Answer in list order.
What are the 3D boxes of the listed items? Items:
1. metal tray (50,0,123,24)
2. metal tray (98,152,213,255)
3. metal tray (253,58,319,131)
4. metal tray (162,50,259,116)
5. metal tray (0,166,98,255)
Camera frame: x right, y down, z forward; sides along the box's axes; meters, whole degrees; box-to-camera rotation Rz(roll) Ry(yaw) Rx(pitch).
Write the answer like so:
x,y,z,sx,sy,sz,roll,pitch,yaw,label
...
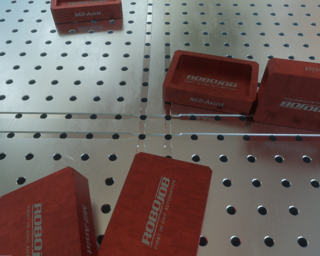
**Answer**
x,y,z,sx,sy,sz,roll,pitch,yaw,label
-0.144,-0.249,0.611,0.131,0.030,0.090,-8,51,-7,metal tray
0.000,0.093,0.327,0.090,0.030,0.130,12,51,9,metal tray
0.196,-0.038,0.400,0.131,0.089,0.030,9,51,7,metal tray
0.077,-0.070,0.464,0.131,0.030,0.090,11,51,8,metal tray
-0.108,0.110,0.290,0.090,0.030,0.130,-24,51,7,metal tray
